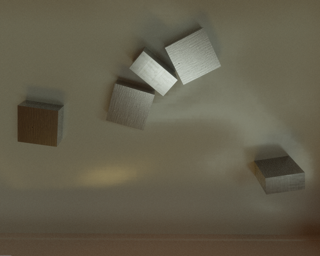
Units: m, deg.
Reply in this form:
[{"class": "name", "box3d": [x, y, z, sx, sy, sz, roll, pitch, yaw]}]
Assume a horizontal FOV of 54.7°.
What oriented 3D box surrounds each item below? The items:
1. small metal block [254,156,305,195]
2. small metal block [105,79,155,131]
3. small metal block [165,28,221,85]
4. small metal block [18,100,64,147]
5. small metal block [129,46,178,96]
[{"class": "small metal block", "box3d": [0.162, 0.063, 0.424, 0.050, 0.050, 0.025, -9, 110, 3]}, {"class": "small metal block", "box3d": [-0.038, -0.030, 0.400, 0.050, 0.025, 0.050, 16, 109, -6]}, {"class": "small metal block", "box3d": [0.040, -0.089, 0.379, 0.050, 0.025, 0.050, -26, 108, 9]}, {"class": "small metal block", "box3d": [-0.156, -0.006, 0.407, 0.050, 0.025, 0.050, 8, 110, -4]}, {"class": "small metal block", "box3d": [-0.007, -0.069, 0.372, 0.050, 0.050, 0.025, 38, 105, -13]}]
